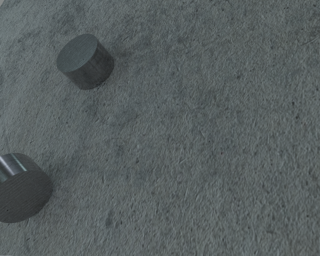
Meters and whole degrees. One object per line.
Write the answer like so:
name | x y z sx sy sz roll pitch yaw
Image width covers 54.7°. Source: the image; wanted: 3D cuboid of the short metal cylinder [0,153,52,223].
short metal cylinder | -0.197 0.081 0.423 0.050 0.080 0.080 30 79 38

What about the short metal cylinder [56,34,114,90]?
short metal cylinder | -0.125 -0.111 0.522 0.080 0.050 0.080 -13 56 21
